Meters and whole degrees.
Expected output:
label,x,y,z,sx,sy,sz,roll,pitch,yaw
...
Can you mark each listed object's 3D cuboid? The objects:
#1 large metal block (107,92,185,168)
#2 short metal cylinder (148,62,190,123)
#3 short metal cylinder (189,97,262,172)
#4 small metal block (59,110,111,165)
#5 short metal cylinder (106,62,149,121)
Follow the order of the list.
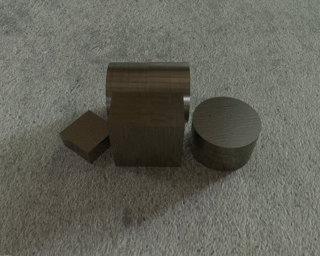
label,x,y,z,sx,sy,sz,roll,pitch,yaw
large metal block,-0.014,0.004,0.366,0.081,0.080,0.050,1,50,0
short metal cylinder,0.011,-0.046,0.408,0.050,0.080,0.080,1,50,0
short metal cylinder,0.078,0.007,0.383,0.081,0.050,0.080,0,50,0
small metal block,-0.089,0.011,0.396,0.050,0.025,0.050,31,56,23
short metal cylinder,-0.039,-0.046,0.408,0.050,0.080,0.080,1,50,0
